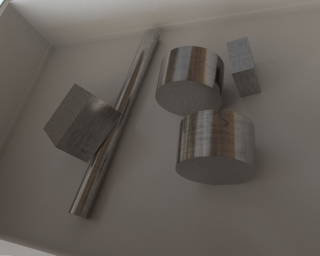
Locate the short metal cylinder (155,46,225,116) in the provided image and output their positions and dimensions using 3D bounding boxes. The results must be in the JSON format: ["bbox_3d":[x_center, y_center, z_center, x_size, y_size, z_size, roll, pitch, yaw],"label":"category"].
[{"bbox_3d":[0.038,-0.055,0.383,0.080,0.080,0.050,-4,60,25],"label":"short metal cylinder"}]

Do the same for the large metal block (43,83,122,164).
[{"bbox_3d":[-0.110,-0.009,0.431,0.080,0.050,0.080,-56,35,-3],"label":"large metal block"}]

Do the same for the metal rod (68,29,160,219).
[{"bbox_3d":[-0.058,-0.020,0.446,0.025,0.025,0.300,6,64,30],"label":"metal rod"}]

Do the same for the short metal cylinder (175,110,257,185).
[{"bbox_3d":[0.058,0.023,0.325,0.080,0.080,0.050,-7,59,24],"label":"short metal cylinder"}]

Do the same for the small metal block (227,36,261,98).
[{"bbox_3d":[0.103,-0.074,0.380,0.025,0.050,0.050,-13,56,21],"label":"small metal block"}]
